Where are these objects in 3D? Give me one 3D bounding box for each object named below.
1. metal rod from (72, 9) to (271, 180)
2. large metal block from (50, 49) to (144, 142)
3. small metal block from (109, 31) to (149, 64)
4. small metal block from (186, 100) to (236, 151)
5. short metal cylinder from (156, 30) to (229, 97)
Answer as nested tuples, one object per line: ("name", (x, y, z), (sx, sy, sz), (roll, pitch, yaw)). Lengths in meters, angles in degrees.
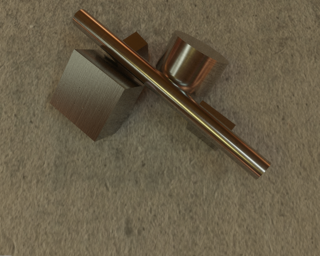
("metal rod", (0.004, -0.049, 0.374), (0.300, 0.025, 0.025), (41, 75, 13))
("large metal block", (-0.080, -0.043, 0.392), (0.080, 0.050, 0.080), (39, 115, 12))
("small metal block", (-0.044, -0.098, 0.432), (0.050, 0.050, 0.025), (-37, 75, -13))
("small metal block", (0.063, -0.002, 0.394), (0.050, 0.050, 0.025), (39, 75, 12))
("short metal cylinder", (0.042, -0.084, 0.405), (0.080, 0.080, 0.050), (37, 115, 12))
